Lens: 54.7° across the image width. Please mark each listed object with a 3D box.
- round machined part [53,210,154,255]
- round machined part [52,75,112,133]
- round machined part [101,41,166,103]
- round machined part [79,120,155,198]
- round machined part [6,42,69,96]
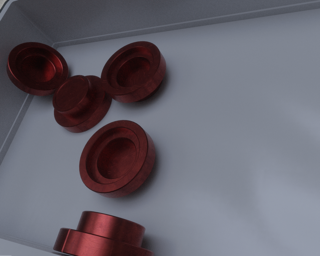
[{"bbox_3d":[-0.053,0.115,0.316,0.098,0.098,0.042,1,62,28],"label":"round machined part"},{"bbox_3d":[-0.129,-0.045,0.490,0.098,0.042,0.098,-13,56,21],"label":"round machined part"},{"bbox_3d":[-0.035,-0.078,0.461,0.098,0.042,0.098,-13,56,21],"label":"round machined part"},{"bbox_3d":[-0.050,0.042,0.395,0.098,0.042,0.098,-13,56,21],"label":"round machined part"},{"bbox_3d":[-0.216,-0.099,0.546,0.042,0.099,0.098,-39,40,50],"label":"round machined part"}]
